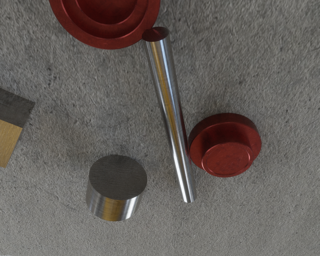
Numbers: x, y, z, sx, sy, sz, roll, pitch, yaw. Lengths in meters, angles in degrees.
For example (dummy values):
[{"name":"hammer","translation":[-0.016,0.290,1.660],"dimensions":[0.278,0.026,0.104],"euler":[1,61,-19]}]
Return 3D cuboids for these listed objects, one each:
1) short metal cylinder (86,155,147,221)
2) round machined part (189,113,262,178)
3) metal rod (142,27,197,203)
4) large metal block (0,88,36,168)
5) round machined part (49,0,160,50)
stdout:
[{"name":"short metal cylinder","translation":[-0.063,0.084,0.443],"dimensions":[0.081,0.080,0.050],"euler":[11,129,-9]},{"name":"round machined part","translation":[0.089,0.030,0.423],"dimensions":[0.099,0.042,0.097],"euler":[0,130,0]},{"name":"metal rod","translation":[0.022,0.012,0.392],"dimensions":[0.025,0.025,0.299],"euler":[-8,138,6]},{"name":"large metal block","translation":[-0.214,-0.006,0.384],"dimensions":[0.080,0.050,0.080],"euler":[25,126,-20]},{"name":"round machined part","translation":[-0.049,-0.127,0.288],"dimensions":[0.099,0.042,0.097],"euler":[0,130,0]}]
